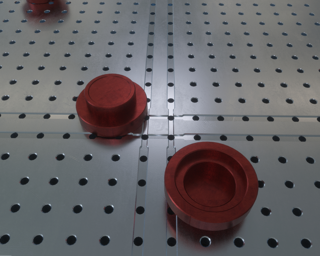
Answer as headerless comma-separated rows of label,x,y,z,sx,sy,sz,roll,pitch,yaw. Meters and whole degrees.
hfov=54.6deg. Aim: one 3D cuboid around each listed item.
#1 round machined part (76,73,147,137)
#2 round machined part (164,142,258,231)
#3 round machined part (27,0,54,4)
round machined part,-0.067,-0.038,0.428,0.099,0.042,0.098,0,50,0
round machined part,0.054,0.066,0.342,0.099,0.042,0.098,0,50,0
round machined part,-0.250,-0.294,0.643,0.099,0.042,0.098,0,50,0
